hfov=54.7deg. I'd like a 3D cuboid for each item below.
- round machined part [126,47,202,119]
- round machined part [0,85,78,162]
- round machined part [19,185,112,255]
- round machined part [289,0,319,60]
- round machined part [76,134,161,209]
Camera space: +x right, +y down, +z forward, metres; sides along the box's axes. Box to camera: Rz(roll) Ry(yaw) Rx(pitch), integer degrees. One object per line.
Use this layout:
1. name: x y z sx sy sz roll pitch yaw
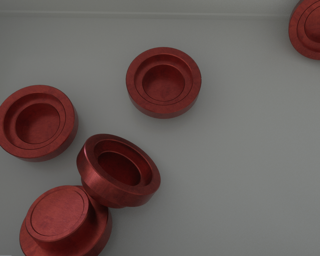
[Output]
1. round machined part: 0.005 -0.057 0.421 0.099 0.042 0.098 0 70 0
2. round machined part: -0.155 -0.003 0.400 0.099 0.042 0.098 0 70 0
3. round machined part: -0.106 0.102 0.341 0.099 0.042 0.098 -5 43 5
4. round machined part: 0.234 -0.149 0.435 0.098 0.097 0.042 21 40 7
5. round machined part: -0.052 0.054 0.361 0.098 0.098 0.042 41 113 13
